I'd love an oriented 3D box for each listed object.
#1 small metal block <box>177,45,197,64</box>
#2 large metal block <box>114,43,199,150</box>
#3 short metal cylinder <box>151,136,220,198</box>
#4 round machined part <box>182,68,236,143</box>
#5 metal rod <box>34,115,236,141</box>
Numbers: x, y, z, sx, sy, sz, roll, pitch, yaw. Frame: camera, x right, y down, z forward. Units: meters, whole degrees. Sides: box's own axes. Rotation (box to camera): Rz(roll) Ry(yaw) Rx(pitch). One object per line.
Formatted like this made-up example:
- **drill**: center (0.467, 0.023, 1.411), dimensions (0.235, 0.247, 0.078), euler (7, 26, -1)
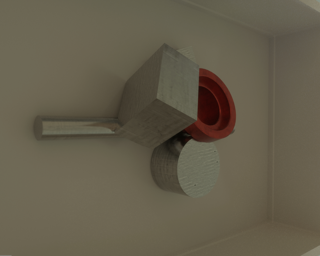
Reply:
- **small metal block**: center (0.025, -0.082, 0.428), dimensions (0.050, 0.025, 0.050), euler (-27, 107, -37)
- **large metal block**: center (-0.002, -0.033, 0.350), dimensions (0.050, 0.080, 0.080), euler (27, 50, -26)
- **short metal cylinder**: center (0.035, 0.050, 0.419), dimensions (0.081, 0.050, 0.079), euler (0, 90, -40)
- **round machined part**: center (0.054, -0.027, 0.416), dimensions (0.099, 0.042, 0.098), euler (16, 63, -34)
- **metal rod**: center (-0.004, -0.001, 0.401), dimensions (0.302, 0.025, 0.025), euler (0, 90, -40)
